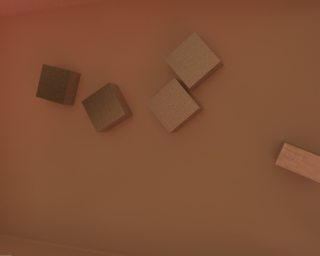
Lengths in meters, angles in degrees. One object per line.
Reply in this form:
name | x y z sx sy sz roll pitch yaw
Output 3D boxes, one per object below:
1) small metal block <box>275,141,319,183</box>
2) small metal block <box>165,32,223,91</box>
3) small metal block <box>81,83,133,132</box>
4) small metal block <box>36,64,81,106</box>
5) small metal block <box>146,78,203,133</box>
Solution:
small metal block | 0.157 0.036 0.342 0.050 0.050 0.025 24 98 18
small metal block | 0.044 -0.084 0.395 0.050 0.025 0.050 -41 78 15
small metal block | -0.074 -0.028 0.435 0.050 0.025 0.050 -31 80 17
small metal block | -0.152 -0.064 0.462 0.050 0.025 0.050 16 95 19
small metal block | 0.020 -0.029 0.403 0.050 0.025 0.050 -41 78 15
